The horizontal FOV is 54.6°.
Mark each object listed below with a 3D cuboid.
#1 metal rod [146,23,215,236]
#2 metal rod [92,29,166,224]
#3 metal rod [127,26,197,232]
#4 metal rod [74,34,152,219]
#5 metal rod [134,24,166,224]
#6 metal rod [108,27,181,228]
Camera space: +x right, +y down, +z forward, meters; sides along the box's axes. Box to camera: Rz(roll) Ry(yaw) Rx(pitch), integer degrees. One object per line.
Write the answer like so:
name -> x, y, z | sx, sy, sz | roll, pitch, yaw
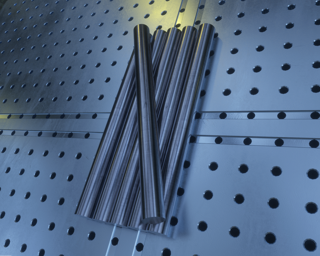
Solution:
metal rod -> 0.033, -0.016, 0.402 | 0.025, 0.025, 0.300 | 1, 62, 29
metal rod -> -0.034, -0.018, 0.437 | 0.025, 0.025, 0.300 | 1, 62, 29
metal rod -> 0.010, -0.016, 0.415 | 0.025, 0.025, 0.300 | 1, 62, 29
metal rod -> -0.060, -0.020, 0.451 | 0.025, 0.025, 0.300 | 1, 62, 29
metal rod -> -0.018, -0.029, 0.404 | 0.025, 0.025, 0.300 | -18, 55, 18
metal rod -> -0.013, -0.017, 0.425 | 0.025, 0.025, 0.300 | 1, 62, 29
